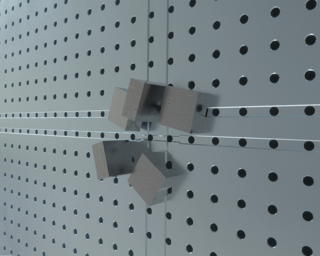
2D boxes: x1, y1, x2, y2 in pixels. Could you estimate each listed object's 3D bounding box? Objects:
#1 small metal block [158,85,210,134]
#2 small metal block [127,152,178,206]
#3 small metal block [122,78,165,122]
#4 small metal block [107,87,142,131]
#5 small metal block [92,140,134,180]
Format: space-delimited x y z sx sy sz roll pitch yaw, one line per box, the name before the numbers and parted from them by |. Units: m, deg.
small metal block | 0.029 -0.023 0.386 0.050 0.025 0.050 18 101 38
small metal block | -0.011 0.068 0.420 0.050 0.025 0.050 43 116 31
small metal block | -0.018 -0.036 0.409 0.025 0.050 0.050 25 106 37
small metal block | -0.047 -0.027 0.444 0.050 0.025 0.050 29 108 46
small metal block | -0.067 0.045 0.450 0.025 0.050 0.050 -20 77 38
